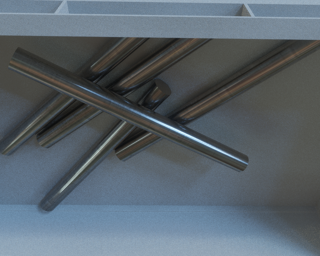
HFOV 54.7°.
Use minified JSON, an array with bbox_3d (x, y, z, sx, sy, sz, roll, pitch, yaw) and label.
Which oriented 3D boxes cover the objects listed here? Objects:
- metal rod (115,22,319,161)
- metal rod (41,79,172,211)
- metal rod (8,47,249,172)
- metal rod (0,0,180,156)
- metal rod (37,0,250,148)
[{"bbox_3d":[0.063,-0.034,0.379,0.300,0.025,0.025,-31,124,23],"label":"metal rod"},{"bbox_3d":[-0.091,0.039,0.441,0.025,0.025,0.299,32,123,-24],"label":"metal rod"},{"bbox_3d":[-0.019,-0.012,0.364,0.302,0.025,0.025,25,126,-20],"label":"metal rod"},{"bbox_3d":[-0.101,-0.048,0.367,0.299,0.025,0.025,-34,123,25],"label":"metal rod"},{"bbox_3d":[-0.037,-0.053,0.363,0.300,0.025,0.025,-30,124,23],"label":"metal rod"}]
